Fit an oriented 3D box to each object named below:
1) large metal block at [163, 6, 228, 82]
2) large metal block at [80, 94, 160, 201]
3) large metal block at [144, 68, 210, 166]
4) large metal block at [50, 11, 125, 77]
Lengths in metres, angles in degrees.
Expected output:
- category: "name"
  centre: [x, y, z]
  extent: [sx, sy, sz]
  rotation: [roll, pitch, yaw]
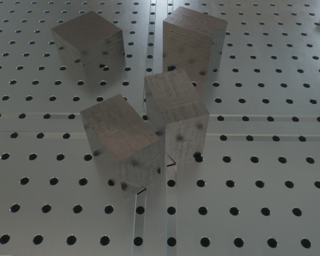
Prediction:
- category: "large metal block"
  centre: [0.052, -0.131, 0.482]
  extent: [0.080, 0.080, 0.050]
  rotation: [26, 55, 20]
- category: "large metal block"
  centre: [-0.043, 0.022, 0.353]
  extent: [0.050, 0.080, 0.080]
  rotation: [-28, 56, -21]
- category: "large metal block"
  centre: [0.018, -0.013, 0.383]
  extent: [0.050, 0.080, 0.080]
  rotation: [-14, 52, -11]
- category: "large metal block"
  centre: [-0.116, -0.140, 0.509]
  extent: [0.080, 0.050, 0.080]
  rotation: [-36, 59, -26]
